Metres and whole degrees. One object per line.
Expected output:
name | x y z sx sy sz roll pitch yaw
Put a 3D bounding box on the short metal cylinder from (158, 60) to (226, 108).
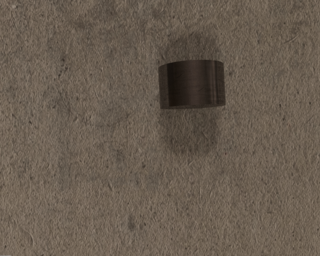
short metal cylinder | 0.039 -0.051 0.383 0.081 0.080 0.050 -3 90 -1
